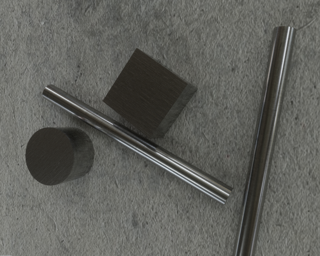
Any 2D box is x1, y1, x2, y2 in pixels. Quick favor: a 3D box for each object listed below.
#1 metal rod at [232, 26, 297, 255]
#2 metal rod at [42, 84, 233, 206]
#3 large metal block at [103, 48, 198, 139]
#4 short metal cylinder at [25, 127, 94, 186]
[{"bbox_3d":[0.120,0.033,0.366,0.025,0.025,0.298,11,93,19],"label":"metal rod"},{"bbox_3d":[-0.042,0.015,0.423,0.301,0.025,0.025,29,100,17],"label":"metal rod"},{"bbox_3d":[-0.012,-0.043,0.400,0.080,0.050,0.080,38,102,16],"label":"large metal block"},{"bbox_3d":[-0.143,0.039,0.446,0.080,0.050,0.080,0,90,20],"label":"short metal cylinder"}]
